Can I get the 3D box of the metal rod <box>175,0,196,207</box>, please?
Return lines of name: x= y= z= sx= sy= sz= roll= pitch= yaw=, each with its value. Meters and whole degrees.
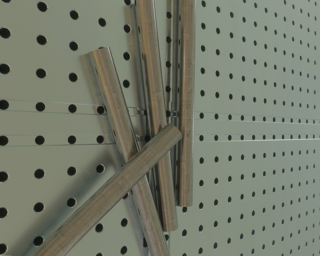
metal rod: x=0.036 y=-0.041 z=0.437 sx=0.025 sy=0.025 sz=0.298 roll=2 pitch=89 yaw=-40

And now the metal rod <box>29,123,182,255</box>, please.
metal rod: x=-0.082 y=0.099 z=0.319 sx=0.301 sy=0.025 sz=0.025 roll=-43 pitch=117 yaw=-24

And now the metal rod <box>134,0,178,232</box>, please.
metal rod: x=-0.004 y=-0.013 z=0.404 sx=0.025 sy=0.025 sz=0.298 roll=-11 pitch=97 yaw=-39

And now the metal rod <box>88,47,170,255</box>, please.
metal rod: x=-0.031 y=0.052 z=0.382 sx=0.025 sy=0.025 sz=0.299 roll=-25 pitch=106 yaw=-37
